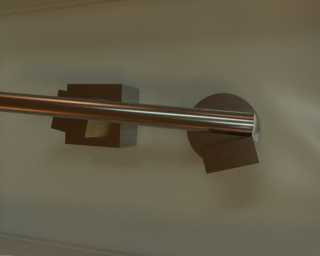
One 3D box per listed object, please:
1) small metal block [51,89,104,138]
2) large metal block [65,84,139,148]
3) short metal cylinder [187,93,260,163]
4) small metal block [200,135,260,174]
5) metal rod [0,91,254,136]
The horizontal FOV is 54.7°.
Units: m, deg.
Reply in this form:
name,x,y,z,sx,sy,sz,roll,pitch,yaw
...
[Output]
name,x,y,z,sx,sy,sz,roll,pitch,yaw
small metal block,-0.104,-0.018,0.391,0.050,0.025,0.050,14,94,19
large metal block,-0.078,-0.017,0.420,0.080,0.050,0.079,3,91,19
short metal cylinder,0.077,0.001,0.368,0.080,0.050,0.079,0,90,19
small metal block,0.073,0.026,0.315,0.050,0.050,0.025,-15,85,19
metal rod,-0.051,-0.018,0.351,0.301,0.025,0.025,6,92,11
